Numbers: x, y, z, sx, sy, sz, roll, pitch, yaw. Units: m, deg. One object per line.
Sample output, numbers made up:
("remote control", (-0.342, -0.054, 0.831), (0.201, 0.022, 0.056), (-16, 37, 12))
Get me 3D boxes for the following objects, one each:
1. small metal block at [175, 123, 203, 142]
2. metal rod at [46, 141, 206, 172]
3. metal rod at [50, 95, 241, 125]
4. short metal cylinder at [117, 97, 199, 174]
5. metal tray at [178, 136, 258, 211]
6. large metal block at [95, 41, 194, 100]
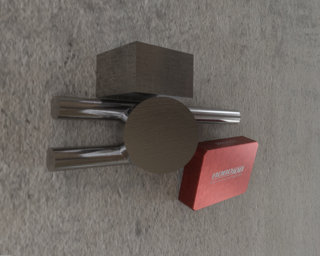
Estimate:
("small metal block", (0.021, 0.005, 0.409), (0.050, 0.050, 0.025), (1, 90, -40))
("metal rod", (0.004, 0.032, 0.412), (0.302, 0.025, 0.025), (0, 90, -40))
("metal rod", (0.008, -0.019, 0.415), (0.302, 0.025, 0.025), (1, 90, -40))
("short metal cylinder", (-0.004, 0.008, 0.342), (0.081, 0.050, 0.080), (0, 88, -16))
("metal tray", (0.090, 0.063, 0.463), (0.131, 0.030, 0.089), (-5, 111, -41))
("large metal block", (-0.019, -0.060, 0.357), (0.081, 0.080, 0.050), (1, 90, -40))
